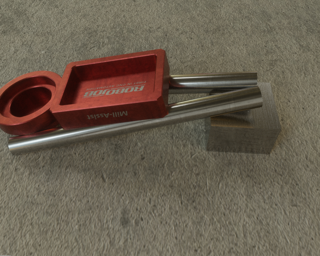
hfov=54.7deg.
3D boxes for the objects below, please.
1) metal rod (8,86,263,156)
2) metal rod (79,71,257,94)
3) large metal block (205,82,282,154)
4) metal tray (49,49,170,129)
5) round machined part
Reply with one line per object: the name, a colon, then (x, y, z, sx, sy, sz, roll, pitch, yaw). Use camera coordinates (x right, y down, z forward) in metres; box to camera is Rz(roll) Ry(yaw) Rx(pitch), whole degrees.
metal rod: (-0.034, -0.007, 0.368, 0.301, 0.025, 0.025, -11, 50, 6)
metal rod: (-0.029, -0.056, 0.409, 0.301, 0.025, 0.025, 0, 49, 16)
large metal block: (0.101, -0.015, 0.400, 0.080, 0.050, 0.080, 3, 50, 2)
metal tray: (-0.056, -0.048, 0.374, 0.131, 0.030, 0.090, -6, 49, 11)
round machined part: (-0.165, -0.028, 0.408, 0.098, 0.042, 0.098, -6, 49, 8)
